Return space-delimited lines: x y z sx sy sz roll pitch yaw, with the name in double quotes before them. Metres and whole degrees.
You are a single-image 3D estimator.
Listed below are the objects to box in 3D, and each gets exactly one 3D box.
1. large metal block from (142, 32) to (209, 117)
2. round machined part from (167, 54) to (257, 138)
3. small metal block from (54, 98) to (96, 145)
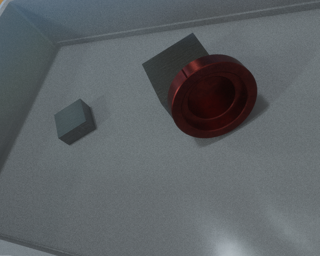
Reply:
"large metal block" 0.033 -0.067 0.412 0.080 0.050 0.080 -31 52 8
"round machined part" 0.056 -0.039 0.355 0.098 0.098 0.042 -31 37 8
"small metal block" -0.132 -0.010 0.479 0.050 0.025 0.050 -31 52 8
